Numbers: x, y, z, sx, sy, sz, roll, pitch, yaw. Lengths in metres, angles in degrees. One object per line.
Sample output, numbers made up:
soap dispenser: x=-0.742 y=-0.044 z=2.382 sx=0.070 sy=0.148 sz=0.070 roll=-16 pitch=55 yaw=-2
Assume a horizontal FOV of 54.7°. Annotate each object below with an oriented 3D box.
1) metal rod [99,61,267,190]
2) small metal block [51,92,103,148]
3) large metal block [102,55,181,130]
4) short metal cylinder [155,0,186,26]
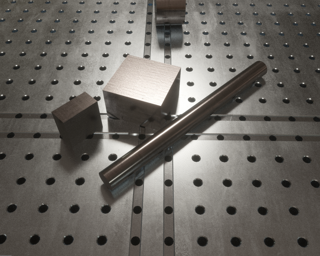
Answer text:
metal rod: x=0.048 y=-0.017 z=0.422 sx=0.302 sy=0.025 sz=0.025 roll=-35 pitch=59 yaw=-26
small metal block: x=-0.105 y=-0.011 z=0.399 sx=0.025 sy=0.050 sz=0.050 roll=37 pitch=59 yaw=26
large metal block: x=-0.023 y=-0.051 z=0.434 sx=0.080 sy=0.050 sz=0.080 roll=16 pitch=52 yaw=13
short metal cylinder: x=0.017 y=-0.228 z=0.564 sx=0.050 sy=0.080 sz=0.080 roll=-3 pitch=50 yaw=-3
